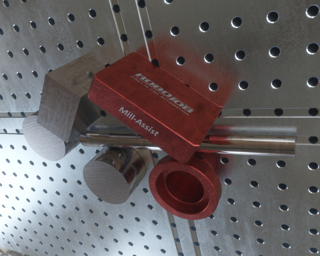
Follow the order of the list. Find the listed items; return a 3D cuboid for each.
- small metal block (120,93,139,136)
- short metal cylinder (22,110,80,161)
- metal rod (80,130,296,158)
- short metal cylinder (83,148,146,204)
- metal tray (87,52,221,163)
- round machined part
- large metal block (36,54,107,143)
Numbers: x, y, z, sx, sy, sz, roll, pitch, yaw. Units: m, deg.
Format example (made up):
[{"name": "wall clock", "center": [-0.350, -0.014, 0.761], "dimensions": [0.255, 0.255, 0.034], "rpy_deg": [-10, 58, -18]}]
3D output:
[{"name": "small metal block", "center": [-0.030, -0.025, 0.412], "dimensions": [0.050, 0.025, 0.050], "rpy_deg": [43, 129, -2]}, {"name": "short metal cylinder", "center": [-0.164, 0.005, 0.484], "dimensions": [0.080, 0.050, 0.079], "rpy_deg": [13, 124, 21]}, {"name": "metal rod", "center": [0.017, 0.018, 0.413], "dimensions": [0.300, 0.025, 0.025], "rpy_deg": [1, 119, 27]}, {"name": "short metal cylinder", "center": [-0.069, 0.069, 0.474], "dimensions": [0.080, 0.050, 0.079], "rpy_deg": [13, 124, 21]}, {"name": "metal tray", "center": [-0.003, -0.028, 0.353], "dimensions": [0.130, 0.090, 0.030], "rpy_deg": [35, 129, 5]}, {"name": "round machined part", "center": [0.037, 0.075, 0.427], "dimensions": [0.098, 0.042, 0.097], "rpy_deg": [13, 124, 21]}, {"name": "large metal block", "center": [-0.109, -0.040, 0.409], "dimensions": [0.050, 0.080, 0.079], "rpy_deg": [33, 129, 6]}]
